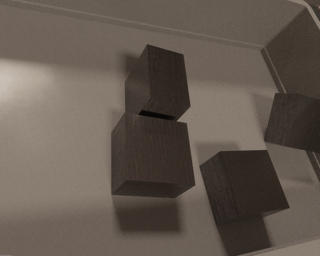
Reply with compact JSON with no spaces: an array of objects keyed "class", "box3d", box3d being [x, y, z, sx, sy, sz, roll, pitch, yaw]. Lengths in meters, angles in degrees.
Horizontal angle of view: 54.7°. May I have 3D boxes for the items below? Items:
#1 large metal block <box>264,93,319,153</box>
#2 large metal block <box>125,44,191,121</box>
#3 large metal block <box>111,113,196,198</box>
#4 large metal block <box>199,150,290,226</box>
[{"class":"large metal block","box3d":[0.223,-0.008,0.493,0.081,0.050,0.080,11,93,-23]},{"class":"large metal block","box3d":[-0.007,-0.044,0.395,0.050,0.080,0.080,10,58,-24]},{"class":"large metal block","box3d":[-0.011,0.035,0.364,0.081,0.050,0.080,9,58,-24]},{"class":"large metal block","box3d":[0.108,0.076,0.404,0.081,0.050,0.080,1,61,-28]}]
